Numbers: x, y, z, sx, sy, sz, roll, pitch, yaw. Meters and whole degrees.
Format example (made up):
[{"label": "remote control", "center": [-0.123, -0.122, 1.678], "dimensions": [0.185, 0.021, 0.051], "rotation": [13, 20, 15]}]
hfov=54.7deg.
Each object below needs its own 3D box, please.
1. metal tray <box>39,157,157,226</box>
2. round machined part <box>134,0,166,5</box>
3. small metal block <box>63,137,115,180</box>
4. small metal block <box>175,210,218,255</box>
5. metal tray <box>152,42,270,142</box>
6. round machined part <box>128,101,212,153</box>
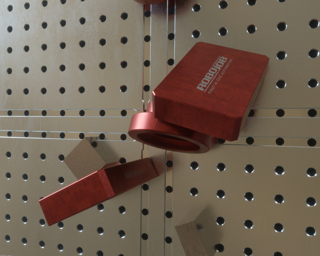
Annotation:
[{"label": "metal tray", "center": [-0.068, 0.073, 0.381], "dimensions": [0.090, 0.130, 0.030], "rotation": [-28, 81, 18]}, {"label": "round machined part", "center": [-0.008, -0.211, 0.406], "dimensions": [0.098, 0.042, 0.097], "rotation": [0, 90, 20]}, {"label": "small metal block", "center": [-0.103, 0.048, 0.449], "dimensions": [0.050, 0.025, 0.050], "rotation": [-45, 76, 14]}, {"label": "small metal block", "center": [0.046, 0.135, 0.383], "dimensions": [0.025, 0.050, 0.050], "rotation": [-25, 82, 18]}, {"label": "metal tray", "center": [0.059, -0.047, 0.340], "dimensions": [0.090, 0.131, 0.030], "rotation": [18, 134, 19]}, {"label": "round machined part", "center": [0.014, -0.002, 0.371], "dimensions": [0.098, 0.098, 0.042], "rotation": [7, 75, 20]}]
